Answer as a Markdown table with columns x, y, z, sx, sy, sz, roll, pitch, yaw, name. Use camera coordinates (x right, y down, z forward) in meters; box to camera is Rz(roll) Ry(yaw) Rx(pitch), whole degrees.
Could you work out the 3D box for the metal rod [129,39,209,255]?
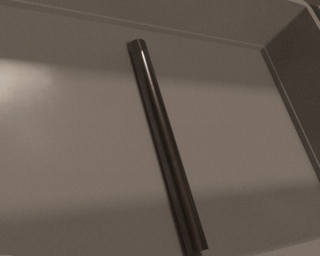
| x | y | z | sx | sy | sz | roll | pitch | yaw | name |
| --- | --- | --- | --- | --- | --- | --- | --- | --- | --- |
| 0.004 | 0.007 | 0.405 | 0.025 | 0.025 | 0.299 | -2 | 63 | -30 | metal rod |
